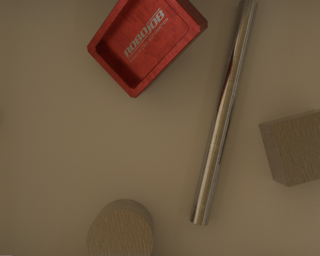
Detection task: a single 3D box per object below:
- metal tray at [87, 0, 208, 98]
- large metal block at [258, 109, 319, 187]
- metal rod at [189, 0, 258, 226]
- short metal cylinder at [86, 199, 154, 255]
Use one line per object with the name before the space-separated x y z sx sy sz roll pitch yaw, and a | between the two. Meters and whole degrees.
metal tray | -0.019 -0.108 0.371 0.090 0.030 0.129 47 126 -3
large metal block | 0.184 0.023 0.401 0.080 0.050 0.080 -15 90 -1
metal rod | 0.085 -0.020 0.412 0.025 0.025 0.298 13 90 -1
short metal cylinder | -0.049 0.137 0.398 0.081 0.050 0.079 0 90 -1
